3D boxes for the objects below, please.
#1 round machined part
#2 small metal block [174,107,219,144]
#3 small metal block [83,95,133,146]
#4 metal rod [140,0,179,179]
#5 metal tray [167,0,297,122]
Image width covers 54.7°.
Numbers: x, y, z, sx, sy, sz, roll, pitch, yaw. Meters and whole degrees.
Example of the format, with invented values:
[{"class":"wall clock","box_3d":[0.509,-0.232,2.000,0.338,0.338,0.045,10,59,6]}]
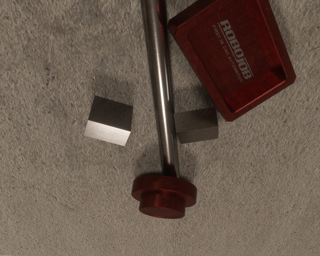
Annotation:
[{"class":"round machined part","box_3d":[0.005,0.108,0.466,0.099,0.042,0.098,6,152,4]},{"class":"small metal block","box_3d":[0.047,-0.002,0.392,0.050,0.025,0.050,-9,160,7]},{"class":"small metal block","box_3d":[-0.062,-0.010,0.382,0.050,0.050,0.025,16,128,-14]},{"class":"metal rod","box_3d":[0.004,-0.036,0.376,0.025,0.025,0.298,-4,130,3]},{"class":"metal tray","box_3d":[0.079,-0.078,0.324,0.090,0.030,0.130,-33,124,7]}]
